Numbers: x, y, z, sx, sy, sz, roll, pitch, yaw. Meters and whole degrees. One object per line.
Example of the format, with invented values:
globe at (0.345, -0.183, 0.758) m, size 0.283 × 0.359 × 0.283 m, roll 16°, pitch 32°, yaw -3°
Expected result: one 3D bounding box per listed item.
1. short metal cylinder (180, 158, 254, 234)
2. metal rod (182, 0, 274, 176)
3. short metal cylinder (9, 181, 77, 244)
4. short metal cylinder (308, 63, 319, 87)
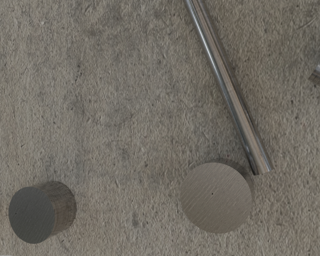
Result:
short metal cylinder at (0.070, 0.078, 0.371) m, size 0.080 × 0.050 × 0.079 m, roll 0°, pitch 90°, yaw 20°
metal rod at (0.071, -0.087, 0.383) m, size 0.025 × 0.025 × 0.299 m, roll -23°, pitch 83°, yaw 18°
short metal cylinder at (-0.172, 0.122, 0.456) m, size 0.080 × 0.050 × 0.079 m, roll 0°, pitch 90°, yaw 20°
short metal cylinder at (0.196, -0.070, 0.311) m, size 0.050 × 0.080 × 0.080 m, roll 36°, pitch 102°, yaw 16°
